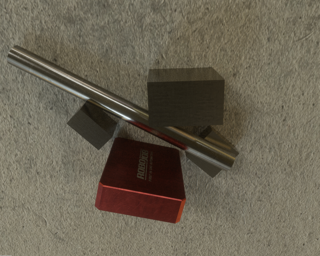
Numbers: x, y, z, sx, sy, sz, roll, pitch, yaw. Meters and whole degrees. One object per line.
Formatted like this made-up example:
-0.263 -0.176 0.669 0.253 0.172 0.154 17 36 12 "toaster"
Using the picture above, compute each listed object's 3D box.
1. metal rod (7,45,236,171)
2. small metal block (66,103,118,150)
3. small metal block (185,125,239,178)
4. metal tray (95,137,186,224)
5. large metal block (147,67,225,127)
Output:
-0.044 -0.022 0.388 0.301 0.025 0.025 27 108 -5 "metal rod"
-0.084 -0.006 0.394 0.050 0.050 0.025 43 104 -14 "small metal block"
0.070 0.032 0.424 0.050 0.025 0.050 40 105 -14 "small metal block"
-0.020 0.056 0.376 0.091 0.130 0.030 12 110 -5 "metal tray"
0.027 -0.039 0.366 0.081 0.080 0.050 -2 110 0 "large metal block"
